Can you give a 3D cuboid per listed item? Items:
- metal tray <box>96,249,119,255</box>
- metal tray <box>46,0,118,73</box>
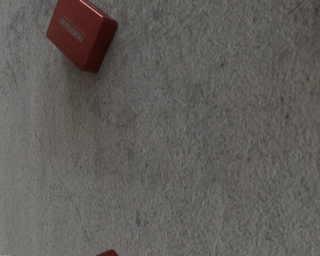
[{"bbox_3d":[-0.084,0.263,0.469,0.090,0.030,0.129,44,116,31],"label":"metal tray"},{"bbox_3d":[-0.132,-0.161,0.508,0.130,0.030,0.089,43,116,31],"label":"metal tray"}]
